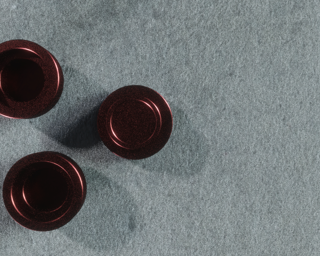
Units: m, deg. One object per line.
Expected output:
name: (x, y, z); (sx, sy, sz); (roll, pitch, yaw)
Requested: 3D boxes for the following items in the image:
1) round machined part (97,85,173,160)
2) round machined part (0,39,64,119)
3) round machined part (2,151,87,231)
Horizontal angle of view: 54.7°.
round machined part: (-0.033, -0.007, 0.401); (0.099, 0.042, 0.097); (0, 90, -1)
round machined part: (-0.173, -0.060, 0.399); (0.099, 0.042, 0.097); (0, 90, -1)
round machined part: (-0.144, 0.078, 0.400); (0.099, 0.042, 0.097); (0, 90, -1)
